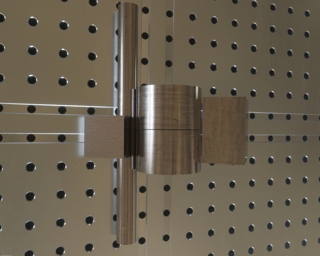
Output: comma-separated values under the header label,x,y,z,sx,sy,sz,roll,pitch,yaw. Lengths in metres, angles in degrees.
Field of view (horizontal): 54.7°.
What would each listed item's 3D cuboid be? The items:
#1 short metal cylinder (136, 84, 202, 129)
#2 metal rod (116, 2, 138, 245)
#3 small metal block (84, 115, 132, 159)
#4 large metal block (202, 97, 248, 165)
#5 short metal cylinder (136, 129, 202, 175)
label,x,y,z,sx,sy,sz,roll,pitch,yaw
short metal cylinder,0.011,-0.024,0.383,0.081,0.080,0.050,1,90,-20
metal rod,-0.041,-0.005,0.393,0.025,0.025,0.298,0,90,-20
small metal block,-0.062,0.010,0.374,0.050,0.025,0.050,0,89,14
large metal block,0.087,0.003,0.404,0.050,0.080,0.079,1,90,18
short metal cylinder,0.011,0.027,0.383,0.081,0.080,0.050,1,90,-20
